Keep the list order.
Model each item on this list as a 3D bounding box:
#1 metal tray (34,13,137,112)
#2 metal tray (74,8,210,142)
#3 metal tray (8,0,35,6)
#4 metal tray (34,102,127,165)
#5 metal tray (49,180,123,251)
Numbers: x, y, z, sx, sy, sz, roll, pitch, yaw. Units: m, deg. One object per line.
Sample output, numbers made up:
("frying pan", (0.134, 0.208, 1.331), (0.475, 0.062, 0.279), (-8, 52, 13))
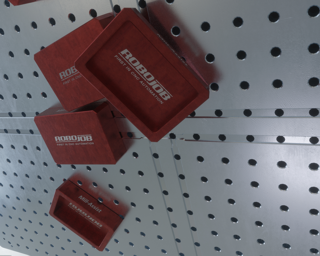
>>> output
("metal tray", (-0.097, -0.081, 0.410), (0.130, 0.030, 0.090), (-15, 111, 34))
("metal tray", (-0.019, -0.058, 0.353), (0.090, 0.030, 0.130), (-41, 102, 18))
("metal tray", (-0.175, -0.225, 0.362), (0.090, 0.030, 0.129), (42, 129, -1))
("metal tray", (-0.125, 0.012, 0.482), (0.130, 0.030, 0.090), (-4, 117, 30))
("metal tray", (-0.143, 0.167, 0.587), (0.130, 0.030, 0.089), (34, 129, 6))
